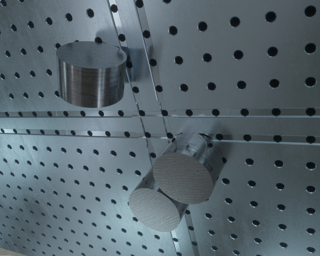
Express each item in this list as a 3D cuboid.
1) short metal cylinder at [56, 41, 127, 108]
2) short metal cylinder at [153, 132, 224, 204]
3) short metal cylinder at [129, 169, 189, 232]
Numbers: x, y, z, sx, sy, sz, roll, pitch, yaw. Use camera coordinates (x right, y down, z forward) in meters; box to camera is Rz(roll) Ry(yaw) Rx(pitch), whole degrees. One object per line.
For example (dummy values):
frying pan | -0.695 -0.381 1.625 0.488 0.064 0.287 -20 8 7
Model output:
short metal cylinder | -0.083 -0.067 0.376 0.080 0.080 0.050 21 126 15
short metal cylinder | 0.038 0.052 0.407 0.080 0.050 0.079 13 124 20
short metal cylinder | 0.001 0.105 0.458 0.080 0.050 0.079 13 124 21
